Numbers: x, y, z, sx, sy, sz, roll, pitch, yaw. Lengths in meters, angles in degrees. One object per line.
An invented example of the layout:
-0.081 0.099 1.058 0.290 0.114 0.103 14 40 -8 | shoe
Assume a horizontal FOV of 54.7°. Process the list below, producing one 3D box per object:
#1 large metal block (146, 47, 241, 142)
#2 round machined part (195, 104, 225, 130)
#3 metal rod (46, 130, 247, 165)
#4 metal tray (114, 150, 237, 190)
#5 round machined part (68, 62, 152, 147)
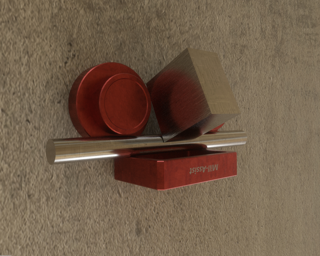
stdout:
0.036 -0.036 0.368 0.050 0.080 0.080 -3 68 -41 | large metal block
0.062 -0.031 0.448 0.099 0.042 0.097 0 90 -40 | round machined part
0.012 0.019 0.391 0.302 0.025 0.025 -2 91 -40 | metal rod
0.021 0.046 0.384 0.131 0.090 0.030 -2 91 -40 | metal tray
-0.049 -0.026 0.353 0.099 0.042 0.097 0 90 -40 | round machined part
